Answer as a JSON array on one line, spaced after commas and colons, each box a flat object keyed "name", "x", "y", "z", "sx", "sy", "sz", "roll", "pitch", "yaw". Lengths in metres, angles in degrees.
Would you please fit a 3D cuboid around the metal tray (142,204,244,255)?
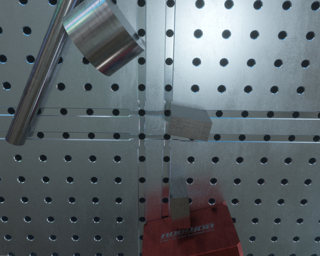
[{"name": "metal tray", "x": 0.042, "y": 0.159, "z": 0.438, "sx": 0.131, "sy": 0.090, "sz": 0.030, "roll": -14, "pitch": 110, "yaw": 5}]

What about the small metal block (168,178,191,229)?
[{"name": "small metal block", "x": 0.027, "y": 0.107, "z": 0.440, "sx": 0.025, "sy": 0.050, "sz": 0.050, "roll": -5, "pitch": 110, "yaw": 1}]

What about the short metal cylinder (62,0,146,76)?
[{"name": "short metal cylinder", "x": -0.060, "y": -0.105, "z": 0.345, "sx": 0.050, "sy": 0.080, "sz": 0.080, "roll": -34, "pitch": 107, "yaw": 11}]

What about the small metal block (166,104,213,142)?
[{"name": "small metal block", "x": 0.036, "y": -0.008, "z": 0.398, "sx": 0.050, "sy": 0.050, "sz": 0.025, "roll": 10, "pitch": 110, "yaw": -4}]

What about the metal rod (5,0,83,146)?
[{"name": "metal rod", "x": -0.125, "y": -0.107, "z": 0.372, "sx": 0.025, "sy": 0.025, "sz": 0.298, "roll": 26, "pitch": 108, "yaw": -10}]
